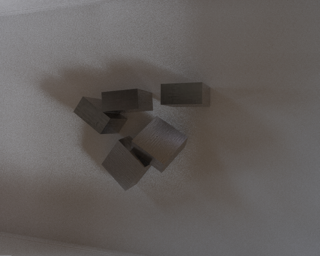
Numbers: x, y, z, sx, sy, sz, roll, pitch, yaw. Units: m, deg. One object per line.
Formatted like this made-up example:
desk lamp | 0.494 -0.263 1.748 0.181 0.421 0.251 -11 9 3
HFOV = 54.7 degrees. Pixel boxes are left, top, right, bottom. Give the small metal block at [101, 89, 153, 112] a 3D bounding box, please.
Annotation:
small metal block | -0.042 -0.035 0.411 0.050 0.050 0.025 -3 89 19

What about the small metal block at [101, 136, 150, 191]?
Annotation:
small metal block | -0.044 0.047 0.418 0.050 0.025 0.050 45 120 14

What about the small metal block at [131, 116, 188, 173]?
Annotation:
small metal block | -0.001 0.020 0.396 0.050 0.025 0.050 35 60 16

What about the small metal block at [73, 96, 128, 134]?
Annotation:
small metal block | -0.080 -0.017 0.424 0.050 0.050 0.025 38 102 16

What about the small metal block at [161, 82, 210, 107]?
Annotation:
small metal block | 0.033 -0.040 0.385 0.050 0.050 0.025 0 90 19
